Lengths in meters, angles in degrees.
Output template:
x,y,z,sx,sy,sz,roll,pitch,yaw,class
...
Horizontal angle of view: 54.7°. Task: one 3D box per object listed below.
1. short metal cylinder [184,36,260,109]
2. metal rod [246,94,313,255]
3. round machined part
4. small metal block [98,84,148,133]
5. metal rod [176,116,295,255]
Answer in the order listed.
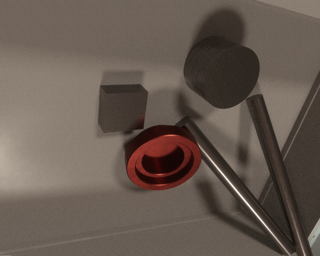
x,y,z,sx,sy,sz,roll,pitch,yaw,class
0.077,-0.071,0.393,0.081,0.050,0.079,-14,125,-21,short metal cylinder
0.195,0.089,0.496,0.025,0.025,0.299,-25,104,-13,metal rod
0.002,0.035,0.412,0.099,0.042,0.097,-7,129,-9,round machined part
-0.045,-0.024,0.371,0.050,0.025,0.050,-6,121,-26,small metal block
0.124,0.099,0.474,0.025,0.025,0.300,-41,109,-1,metal rod
